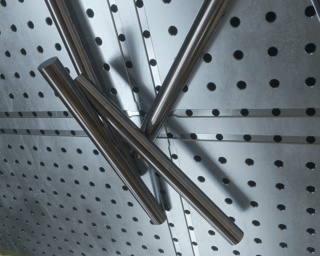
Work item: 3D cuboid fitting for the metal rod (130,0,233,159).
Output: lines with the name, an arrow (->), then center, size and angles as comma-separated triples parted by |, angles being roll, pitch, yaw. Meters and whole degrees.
metal rod -> 0.025, -0.068, 0.355 | 0.025, 0.025, 0.298 | 34, 129, 6

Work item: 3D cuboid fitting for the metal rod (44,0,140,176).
metal rod -> -0.088, -0.046, 0.426 | 0.025, 0.025, 0.298 | -6, 116, 31

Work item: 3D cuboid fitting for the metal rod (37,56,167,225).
metal rod -> -0.061, 0.038, 0.419 | 0.025, 0.025, 0.299 | -6, 130, 31

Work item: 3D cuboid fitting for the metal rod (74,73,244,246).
metal rod -> 0.000, 0.045, 0.406 | 0.300, 0.025, 0.025 | 45, 129, -7

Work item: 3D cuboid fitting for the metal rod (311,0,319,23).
metal rod -> 0.162, -0.083, 0.274 | 0.025, 0.025, 0.299 | -20, 108, 35
